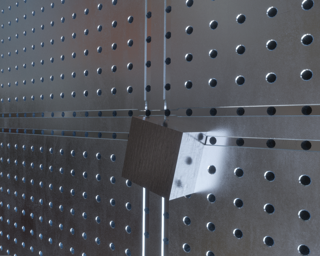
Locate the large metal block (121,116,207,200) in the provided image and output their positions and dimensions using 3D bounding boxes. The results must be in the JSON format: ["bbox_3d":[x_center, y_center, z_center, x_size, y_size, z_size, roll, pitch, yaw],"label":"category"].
[{"bbox_3d":[0.004,0.034,0.388,0.080,0.050,0.079,18,101,38],"label":"large metal block"}]
